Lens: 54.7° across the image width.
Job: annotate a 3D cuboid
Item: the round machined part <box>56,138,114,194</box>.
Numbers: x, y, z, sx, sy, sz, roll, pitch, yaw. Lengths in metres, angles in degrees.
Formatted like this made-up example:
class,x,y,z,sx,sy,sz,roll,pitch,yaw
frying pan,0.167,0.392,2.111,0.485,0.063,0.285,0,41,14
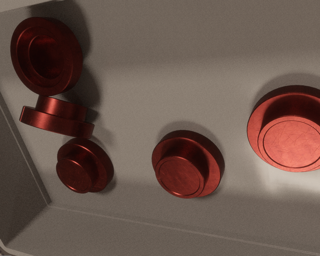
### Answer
class,x,y,z,sx,sy,sz,roll,pitch,yaw
round machined part,-0.129,0.068,0.505,0.098,0.042,0.097,13,124,20

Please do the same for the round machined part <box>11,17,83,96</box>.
class,x,y,z,sx,sy,sz,roll,pitch,yaw
round machined part,-0.141,-0.093,0.404,0.098,0.042,0.097,8,111,21

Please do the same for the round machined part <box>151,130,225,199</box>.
class,x,y,z,sx,sy,sz,roll,pitch,yaw
round machined part,0.033,0.055,0.413,0.098,0.042,0.097,13,124,20

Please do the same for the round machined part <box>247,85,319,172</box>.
class,x,y,z,sx,sy,sz,roll,pitch,yaw
round machined part,0.142,0.008,0.327,0.098,0.042,0.097,13,124,20

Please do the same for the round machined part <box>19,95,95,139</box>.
class,x,y,z,sx,sy,sz,roll,pitch,yaw
round machined part,-0.140,-0.018,0.434,0.098,0.098,0.042,16,90,19
